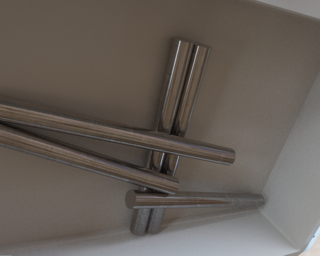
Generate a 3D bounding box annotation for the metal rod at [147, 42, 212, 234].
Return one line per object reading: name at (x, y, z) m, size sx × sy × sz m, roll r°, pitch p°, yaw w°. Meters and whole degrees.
metal rod at (0.019, 0.031, 0.436) m, size 0.025 × 0.025 × 0.298 m, roll -1°, pitch 119°, yaw -28°

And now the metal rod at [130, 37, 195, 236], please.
metal rod at (-0.004, 0.029, 0.422) m, size 0.025 × 0.025 × 0.298 m, roll -1°, pitch 119°, yaw -28°

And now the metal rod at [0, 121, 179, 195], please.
metal rod at (-0.100, 0.032, 0.356) m, size 0.302 × 0.025 × 0.025 m, roll 23°, pitch 106°, yaw -31°

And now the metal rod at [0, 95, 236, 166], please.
metal rod at (-0.033, 0.010, 0.371) m, size 0.302 × 0.025 × 0.025 m, roll 13°, pitch 112°, yaw -27°

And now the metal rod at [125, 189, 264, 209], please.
metal rod at (0.076, 0.116, 0.500) m, size 0.302 × 0.025 × 0.025 m, roll 12°, pitch 113°, yaw -40°
